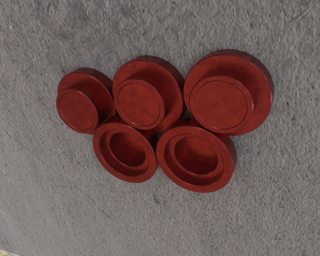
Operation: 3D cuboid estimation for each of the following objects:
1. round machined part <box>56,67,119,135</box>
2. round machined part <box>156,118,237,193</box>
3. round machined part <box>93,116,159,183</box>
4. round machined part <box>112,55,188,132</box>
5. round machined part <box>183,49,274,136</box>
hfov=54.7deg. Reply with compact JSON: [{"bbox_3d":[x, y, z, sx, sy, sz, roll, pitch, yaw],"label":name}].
[{"bbox_3d":[-0.104,-0.031,0.431,0.098,0.042,0.097,13,124,20],"label":"round machined part"},{"bbox_3d":[0.048,0.030,0.390,0.098,0.042,0.097,13,124,20],"label":"round machined part"},{"bbox_3d":[-0.041,0.026,0.433,0.098,0.042,0.097,13,124,20],"label":"round machined part"},{"bbox_3d":[-0.017,-0.037,0.383,0.098,0.042,0.097,13,124,20],"label":"round machined part"},{"bbox_3d":[0.071,-0.033,0.339,0.098,0.042,0.097,13,124,20],"label":"round machined part"}]
